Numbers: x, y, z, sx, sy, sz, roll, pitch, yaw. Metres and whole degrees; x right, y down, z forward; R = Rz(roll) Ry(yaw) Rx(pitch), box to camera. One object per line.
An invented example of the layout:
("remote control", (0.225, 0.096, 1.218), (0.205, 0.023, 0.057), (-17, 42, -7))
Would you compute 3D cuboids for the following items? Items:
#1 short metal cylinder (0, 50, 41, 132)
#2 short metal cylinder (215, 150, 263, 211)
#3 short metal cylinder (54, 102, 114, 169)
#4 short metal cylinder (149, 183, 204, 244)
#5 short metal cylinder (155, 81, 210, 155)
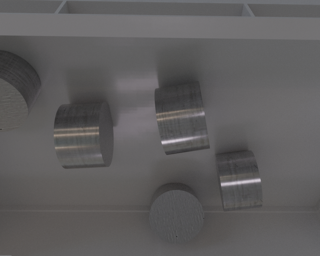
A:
("short metal cylinder", (-0.185, -0.042, 0.355), (0.081, 0.050, 0.079), (0, 130, 0))
("short metal cylinder", (0.109, 0.074, 0.437), (0.050, 0.080, 0.080), (-8, 130, 7))
("short metal cylinder", (-0.090, 0.009, 0.380), (0.050, 0.080, 0.080), (-3, 130, 3))
("short metal cylinder", (0.024, 0.129, 0.477), (0.081, 0.050, 0.079), (0, 92, -1))
("short metal cylinder", (0.027, -0.011, 0.363), (0.050, 0.080, 0.080), (-9, 130, 8))
